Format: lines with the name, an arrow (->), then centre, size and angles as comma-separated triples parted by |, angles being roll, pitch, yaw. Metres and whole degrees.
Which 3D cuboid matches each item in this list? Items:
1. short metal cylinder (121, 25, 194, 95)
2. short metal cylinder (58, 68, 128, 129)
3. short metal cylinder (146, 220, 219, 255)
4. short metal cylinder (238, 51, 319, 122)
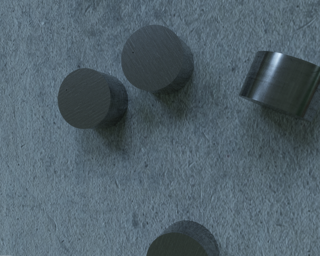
short metal cylinder -> -0.002, -0.085, 0.396 | 0.080, 0.050, 0.080 | 0, 90, 20
short metal cylinder -> -0.092, -0.039, 0.428 | 0.080, 0.050, 0.080 | 0, 90, 20
short metal cylinder -> 0.029, 0.162, 0.385 | 0.080, 0.050, 0.080 | 0, 90, 20
short metal cylinder -> 0.132, -0.044, 0.333 | 0.080, 0.080, 0.050 | 24, 98, 18
